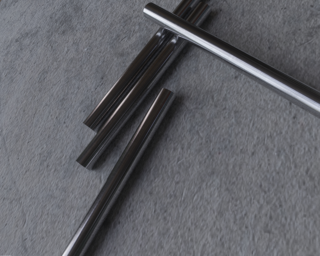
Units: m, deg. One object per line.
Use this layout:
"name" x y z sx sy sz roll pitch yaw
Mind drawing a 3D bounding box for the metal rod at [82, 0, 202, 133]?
"metal rod" -0.015 -0.118 0.482 0.025 0.025 0.300 29 77 37

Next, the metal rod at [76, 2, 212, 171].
"metal rod" -0.018 -0.067 0.452 0.025 0.025 0.300 29 77 37

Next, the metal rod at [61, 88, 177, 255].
"metal rod" -0.060 0.078 0.386 0.025 0.025 0.300 19 71 35

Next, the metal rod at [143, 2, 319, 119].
"metal rod" 0.081 -0.099 0.400 0.025 0.025 0.300 -47 58 -5
